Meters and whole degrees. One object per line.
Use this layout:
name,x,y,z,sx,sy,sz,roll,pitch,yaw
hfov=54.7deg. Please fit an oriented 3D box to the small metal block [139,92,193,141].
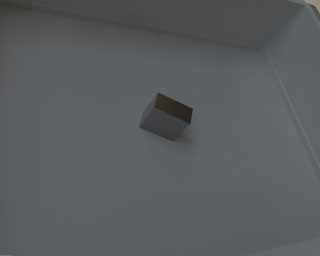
small metal block,0.007,-0.013,0.403,0.050,0.050,0.025,24,53,-14
